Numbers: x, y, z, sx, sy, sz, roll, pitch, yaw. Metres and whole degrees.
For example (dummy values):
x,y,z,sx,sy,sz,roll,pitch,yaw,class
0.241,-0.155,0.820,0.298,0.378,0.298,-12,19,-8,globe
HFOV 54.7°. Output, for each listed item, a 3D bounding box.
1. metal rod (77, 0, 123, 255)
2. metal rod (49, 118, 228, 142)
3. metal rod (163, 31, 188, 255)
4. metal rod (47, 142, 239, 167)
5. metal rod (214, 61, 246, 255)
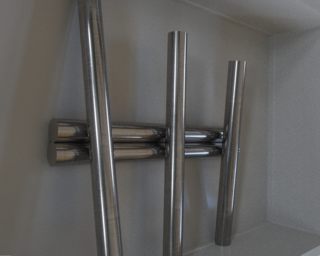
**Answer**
x,y,z,sx,sy,sz,roll,pitch,yaw,class
-0.064,-0.013,0.322,0.025,0.025,0.298,-1,83,-40,metal rod
0.007,0.007,0.413,0.302,0.025,0.025,2,89,-40,metal rod
0.019,0.030,0.391,0.025,0.025,0.298,2,89,-40,metal rod
0.006,0.031,0.412,0.302,0.025,0.025,2,89,-40,metal rod
0.104,0.052,0.466,0.025,0.025,0.298,-5,102,-40,metal rod
